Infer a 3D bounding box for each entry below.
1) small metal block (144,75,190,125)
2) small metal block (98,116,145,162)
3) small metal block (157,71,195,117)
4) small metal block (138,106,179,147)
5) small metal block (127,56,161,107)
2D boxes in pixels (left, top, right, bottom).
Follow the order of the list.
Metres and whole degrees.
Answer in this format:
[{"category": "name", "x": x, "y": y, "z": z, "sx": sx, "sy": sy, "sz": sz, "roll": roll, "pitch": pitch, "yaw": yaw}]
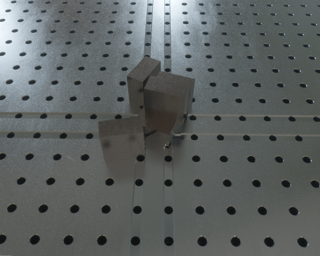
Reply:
[{"category": "small metal block", "x": 0.009, "y": -0.034, "z": 0.388, "sx": 0.050, "sy": 0.050, "sz": 0.025, "roll": 13, "pitch": 51, "yaw": 10}, {"category": "small metal block", "x": -0.046, "y": 0.014, "z": 0.379, "sx": 0.050, "sy": 0.050, "sz": 0.025, "roll": -8, "pitch": 51, "yaw": -7}, {"category": "small metal block", "x": 0.019, "y": -0.047, "z": 0.431, "sx": 0.050, "sy": 0.050, "sz": 0.025, "roll": 15, "pitch": 52, "yaw": 12}, {"category": "small metal block", "x": -0.002, "y": -0.009, "z": 0.415, "sx": 0.050, "sy": 0.025, "sz": 0.050, "roll": 19, "pitch": 52, "yaw": 14}, {"category": "small metal block", "x": -0.022, "y": -0.067, "z": 0.447, "sx": 0.025, "sy": 0.050, "sz": 0.050, "roll": 23, "pitch": 54, "yaw": 17}]
